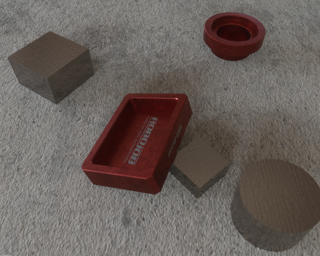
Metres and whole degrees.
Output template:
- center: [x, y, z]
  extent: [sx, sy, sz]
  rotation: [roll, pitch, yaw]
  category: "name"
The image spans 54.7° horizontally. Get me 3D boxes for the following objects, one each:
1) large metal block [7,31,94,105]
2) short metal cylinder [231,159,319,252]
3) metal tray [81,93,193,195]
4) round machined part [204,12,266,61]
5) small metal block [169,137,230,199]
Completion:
- center: [-0.160, -0.092, 0.463]
  extent: [0.080, 0.050, 0.080]
  rotation: [27, 55, 21]
  category: "large metal block"
- center: [0.118, 0.079, 0.321]
  extent: [0.081, 0.050, 0.080]
  rotation: [0, 50, 0]
  category: "short metal cylinder"
- center: [-0.023, 0.012, 0.373]
  extent: [0.090, 0.030, 0.130]
  rotation: [4, 48, 26]
  category: "metal tray"
- center: [0.122, -0.149, 0.519]
  extent: [0.099, 0.042, 0.098]
  rotation: [0, 50, 0]
  category: "round machined part"
- center: [0.045, 0.046, 0.365]
  extent: [0.050, 0.025, 0.050]
  rotation: [-34, 58, -25]
  category: "small metal block"
